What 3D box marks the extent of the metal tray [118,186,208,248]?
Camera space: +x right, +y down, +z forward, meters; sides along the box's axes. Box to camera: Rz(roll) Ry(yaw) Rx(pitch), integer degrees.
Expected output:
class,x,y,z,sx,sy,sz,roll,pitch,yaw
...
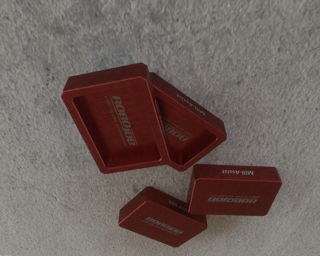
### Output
class,x,y,z,sx,sy,sz,roll,pitch,yaw
metal tray,0.006,0.158,0.539,0.131,0.030,0.090,30,124,-24

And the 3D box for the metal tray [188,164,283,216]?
class,x,y,z,sx,sy,sz,roll,pitch,yaw
metal tray,0.114,0.100,0.491,0.131,0.030,0.089,3,130,-3

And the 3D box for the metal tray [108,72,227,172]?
class,x,y,z,sx,sy,sz,roll,pitch,yaw
metal tray,0.010,-0.002,0.402,0.130,0.030,0.090,32,123,-25

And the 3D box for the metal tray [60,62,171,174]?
class,x,y,z,sx,sy,sz,roll,pitch,yaw
metal tray,-0.044,-0.005,0.358,0.090,0.030,0.129,-10,130,8
